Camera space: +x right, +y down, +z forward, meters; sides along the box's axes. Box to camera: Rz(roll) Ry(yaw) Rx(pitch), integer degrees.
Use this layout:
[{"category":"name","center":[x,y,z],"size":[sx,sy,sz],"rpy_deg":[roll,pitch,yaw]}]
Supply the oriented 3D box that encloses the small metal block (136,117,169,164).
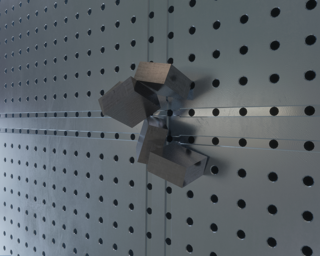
[{"category":"small metal block","center":[-0.012,0.015,0.403],"size":[0.050,0.025,0.050],"rpy_deg":[-112,38,-72]}]

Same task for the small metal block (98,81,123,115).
[{"category":"small metal block","center":[-0.049,-0.039,0.435],"size":[0.050,0.050,0.025],"rpy_deg":[-33,70,35]}]

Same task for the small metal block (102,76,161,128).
[{"category":"small metal block","center":[-0.036,-0.031,0.391],"size":[0.050,0.050,0.025],"rpy_deg":[-34,51,23]}]

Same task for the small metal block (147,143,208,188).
[{"category":"small metal block","center":[0.021,0.043,0.371],"size":[0.050,0.050,0.025],"rpy_deg":[22,111,30]}]

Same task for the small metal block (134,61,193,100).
[{"category":"small metal block","center":[0.004,-0.059,0.387],"size":[0.050,0.050,0.025],"rpy_deg":[14,82,39]}]
